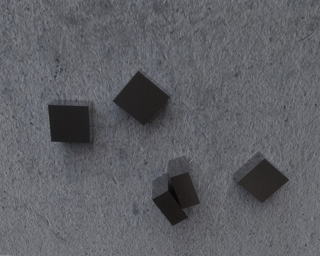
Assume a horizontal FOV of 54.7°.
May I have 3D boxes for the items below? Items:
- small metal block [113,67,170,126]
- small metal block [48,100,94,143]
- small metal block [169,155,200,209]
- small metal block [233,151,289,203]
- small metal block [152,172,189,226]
[{"bbox_3d":[-0.023,-0.040,0.395,0.050,0.025,0.050,39,105,-13],"label":"small metal block"},{"bbox_3d":[-0.115,-0.009,0.405,0.050,0.025,0.050,2,110,-1],"label":"small metal block"},{"bbox_3d":[0.033,0.073,0.423,0.025,0.050,0.050,-19,109,7],"label":"small metal block"},{"bbox_3d":[0.142,0.069,0.436,0.050,0.025,0.050,40,105,-14],"label":"small metal block"},{"bbox_3d":[0.014,0.098,0.433,0.025,0.050,0.050,-32,107,11],"label":"small metal block"}]
